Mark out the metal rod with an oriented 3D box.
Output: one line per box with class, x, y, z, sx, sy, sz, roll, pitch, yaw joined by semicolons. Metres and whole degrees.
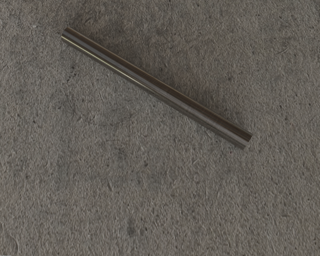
metal rod;-0.011;-0.060;0.429;0.300;0.025;0.025;32;73;11
